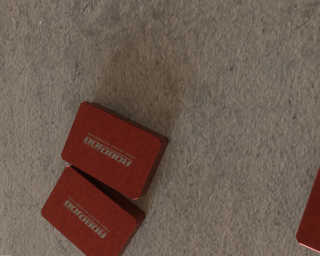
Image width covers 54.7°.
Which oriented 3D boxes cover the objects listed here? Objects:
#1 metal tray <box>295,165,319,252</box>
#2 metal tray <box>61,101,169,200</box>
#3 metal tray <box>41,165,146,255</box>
[{"bbox_3d":[0.217,0.099,0.309,0.130,0.030,0.090,19,84,28],"label":"metal tray"},{"bbox_3d":[-0.064,0.028,0.428,0.130,0.030,0.089,26,98,17],"label":"metal tray"},{"bbox_3d":[-0.097,0.122,0.439,0.130,0.030,0.090,34,101,16],"label":"metal tray"}]
